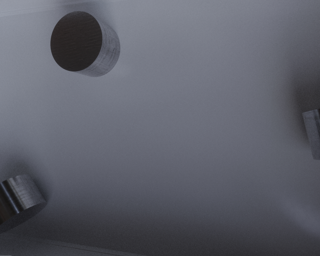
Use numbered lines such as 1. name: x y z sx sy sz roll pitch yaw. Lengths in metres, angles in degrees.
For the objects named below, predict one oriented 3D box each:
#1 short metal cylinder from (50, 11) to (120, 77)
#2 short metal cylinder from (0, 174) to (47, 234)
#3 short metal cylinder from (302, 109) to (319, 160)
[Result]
1. short metal cylinder: -0.103 -0.115 0.432 0.080 0.050 0.079 0 90 19
2. short metal cylinder: -0.217 0.112 0.456 0.080 0.080 0.050 -39 78 15
3. short metal cylinder: 0.193 0.000 0.314 0.080 0.080 0.050 -13 86 19
